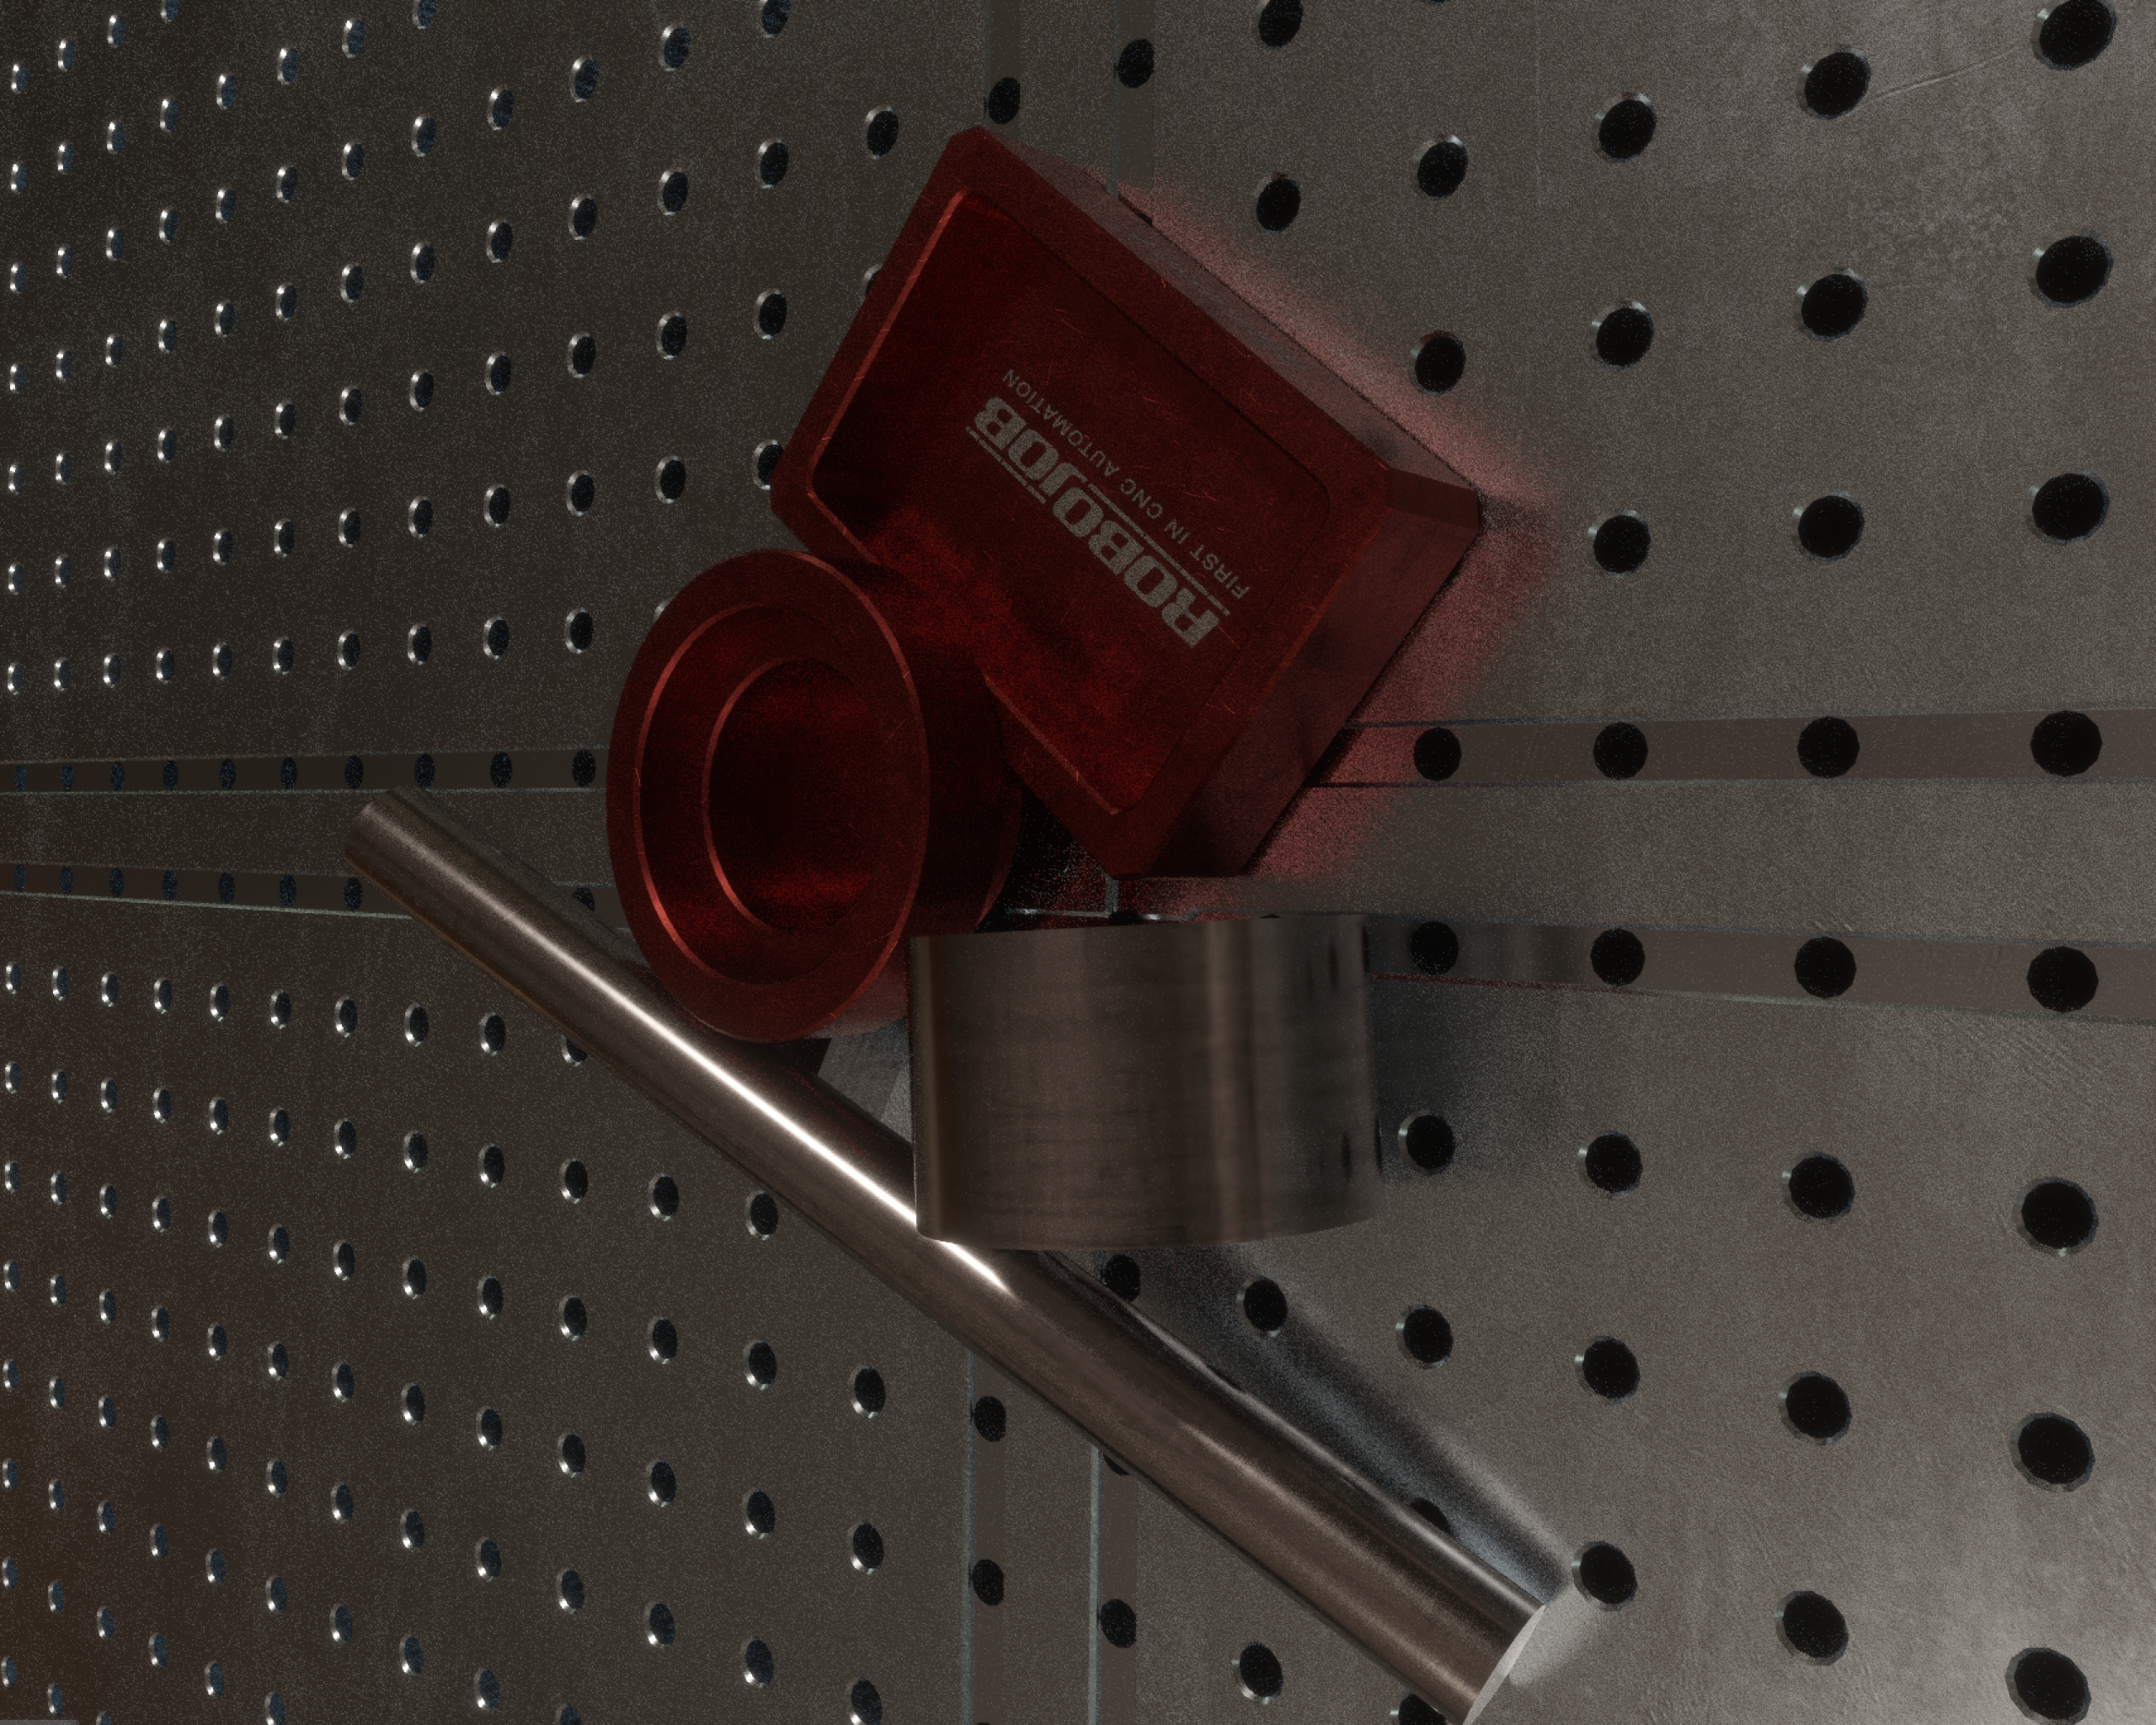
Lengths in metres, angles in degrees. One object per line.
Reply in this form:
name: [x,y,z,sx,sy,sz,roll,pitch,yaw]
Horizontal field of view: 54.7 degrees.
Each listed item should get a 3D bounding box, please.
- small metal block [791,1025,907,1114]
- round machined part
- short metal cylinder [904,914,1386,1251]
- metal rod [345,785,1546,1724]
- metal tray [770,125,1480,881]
small metal block: [-0.066,0.038,0.461,0.050,0.025,0.050,35,111,34]
round machined part: [-0.050,-0.013,0.427,0.098,0.042,0.097,0,90,41]
short metal cylinder: [0.011,0.036,0.361,0.080,0.081,0.050,-5,87,39]
metal rod: [-0.043,0.064,0.416,0.300,0.025,0.025,32,110,26]
metal tray: [0.003,-0.069,0.401,0.130,0.030,0.089,48,118,29]
